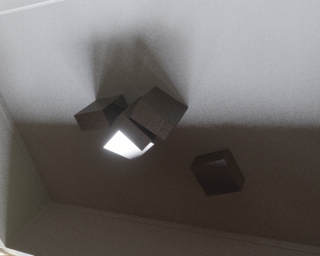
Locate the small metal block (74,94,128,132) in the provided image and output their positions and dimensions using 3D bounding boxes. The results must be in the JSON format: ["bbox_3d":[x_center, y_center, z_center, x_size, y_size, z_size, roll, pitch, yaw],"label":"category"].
[{"bbox_3d":[-0.078,-0.021,0.419,0.050,0.050,0.025,-8,114,31],"label":"small metal block"}]

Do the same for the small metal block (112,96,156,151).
[{"bbox_3d":[-0.024,-0.007,0.400,0.050,0.050,0.025,43,129,-2],"label":"small metal block"}]

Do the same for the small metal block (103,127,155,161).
[{"bbox_3d":[-0.042,0.015,0.426,0.050,0.025,0.050,27,133,-22],"label":"small metal block"}]

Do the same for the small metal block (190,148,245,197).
[{"bbox_3d":[0.075,0.059,0.405,0.050,0.025,0.050,-19,109,35],"label":"small metal block"}]

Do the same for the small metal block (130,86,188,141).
[{"bbox_3d":[0.000,-0.019,0.379,0.050,0.050,0.025,34,129,5],"label":"small metal block"}]
